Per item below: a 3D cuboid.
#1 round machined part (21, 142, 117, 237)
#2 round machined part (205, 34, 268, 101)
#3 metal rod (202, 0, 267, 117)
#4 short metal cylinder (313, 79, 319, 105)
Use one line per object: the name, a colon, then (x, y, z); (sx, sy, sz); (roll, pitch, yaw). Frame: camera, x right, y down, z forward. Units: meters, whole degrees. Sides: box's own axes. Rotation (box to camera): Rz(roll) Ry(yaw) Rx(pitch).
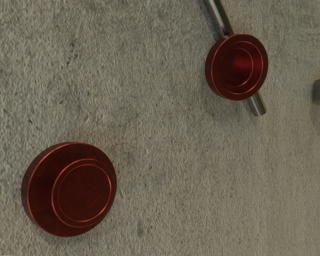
round machined part: (-0.086, 0.064, 0.322); (0.099, 0.042, 0.097); (0, 90, -40)
round machined part: (0.111, -0.092, 0.472); (0.099, 0.042, 0.097); (-6, 106, -20)
metal rod: (0.108, -0.145, 0.494); (0.025, 0.025, 0.299); (-46, 118, -30)
short metal cylinder: (0.390, -0.080, 0.695); (0.081, 0.080, 0.050); (8, 85, -40)
